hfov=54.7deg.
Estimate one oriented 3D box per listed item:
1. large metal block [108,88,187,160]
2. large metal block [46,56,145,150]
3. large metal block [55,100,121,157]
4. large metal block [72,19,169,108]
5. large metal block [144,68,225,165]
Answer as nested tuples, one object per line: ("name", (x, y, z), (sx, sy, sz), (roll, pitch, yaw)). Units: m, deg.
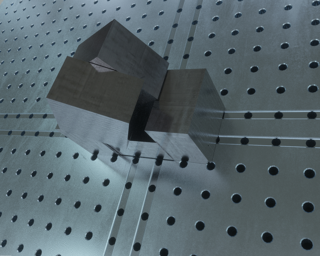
("large metal block", (-0.018, -0.008, 0.403), (0.080, 0.050, 0.080), (3, 63, 29))
("large metal block", (-0.066, -0.023, 0.334), (0.080, 0.080, 0.050), (17, 67, -1))
("large metal block", (-0.083, -0.014, 0.424), (0.050, 0.080, 0.080), (2, 63, 29))
("large metal block", (-0.051, -0.066, 0.357), (0.080, 0.080, 0.050), (-12, 53, 48))
("large metal block", (0.033, -0.012, 0.361), (0.050, 0.080, 0.080), (4, 64, 30))
